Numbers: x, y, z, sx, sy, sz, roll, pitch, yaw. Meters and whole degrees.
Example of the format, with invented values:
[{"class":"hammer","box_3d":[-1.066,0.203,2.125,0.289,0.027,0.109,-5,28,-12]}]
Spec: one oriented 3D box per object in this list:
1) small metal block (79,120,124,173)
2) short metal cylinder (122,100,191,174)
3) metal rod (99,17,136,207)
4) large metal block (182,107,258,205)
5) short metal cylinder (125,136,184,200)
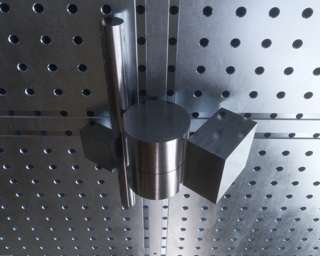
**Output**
[{"class":"small metal block","box_3d":[-0.077,0.024,0.412,0.050,0.025,0.050,24,135,25]},{"class":"short metal cylinder","box_3d":[-0.005,0.009,0.378,0.081,0.080,0.050,0,130,-1]},{"class":"metal rod","box_3d":[-0.050,0.006,0.410,0.025,0.025,0.298,0,130,0]},{"class":"large metal block","box_3d":[0.074,0.034,0.390,0.050,0.080,0.079,27,137,27]},{"class":"short metal cylinder","box_3d":[-0.005,0.048,0.411,0.081,0.080,0.050,0,130,-1]}]
